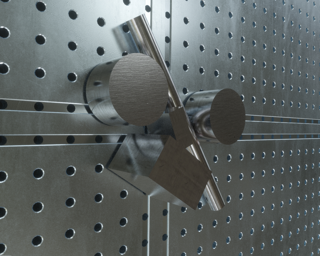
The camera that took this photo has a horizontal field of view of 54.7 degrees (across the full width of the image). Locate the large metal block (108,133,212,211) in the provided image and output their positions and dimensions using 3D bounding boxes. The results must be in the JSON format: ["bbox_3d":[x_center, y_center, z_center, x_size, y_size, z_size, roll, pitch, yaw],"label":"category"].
[{"bbox_3d":[0.000,0.050,0.368,0.080,0.080,0.050,41,66,-32],"label":"large metal block"}]

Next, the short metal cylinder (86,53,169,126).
[{"bbox_3d":[-0.037,-0.042,0.357,0.081,0.050,0.079,0,90,-40],"label":"short metal cylinder"}]

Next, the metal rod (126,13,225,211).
[{"bbox_3d":[0.029,-0.008,0.429,0.025,0.025,0.299,-39,114,-33],"label":"metal rod"}]

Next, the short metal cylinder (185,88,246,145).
[{"bbox_3d":[0.081,-0.016,0.456,0.081,0.050,0.079,0,90,-40],"label":"short metal cylinder"}]

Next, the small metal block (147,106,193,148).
[{"bbox_3d":[0.010,0.001,0.396,0.025,0.050,0.050,-27,107,-37],"label":"small metal block"}]
